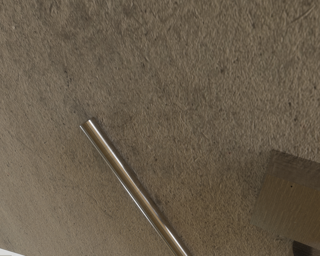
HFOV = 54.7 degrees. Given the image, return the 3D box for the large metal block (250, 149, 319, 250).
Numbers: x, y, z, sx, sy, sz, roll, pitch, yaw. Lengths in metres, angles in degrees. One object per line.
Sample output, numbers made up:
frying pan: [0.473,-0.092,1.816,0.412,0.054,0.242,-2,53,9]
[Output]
large metal block: [0.158,0.081,0.358,0.080,0.050,0.079,17,125,18]

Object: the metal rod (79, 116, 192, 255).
metal rod: [-0.028,0.112,0.490,0.025,0.025,0.299,-24,106,36]

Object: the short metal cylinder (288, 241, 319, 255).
short metal cylinder: [0.196,0.172,0.375,0.080,0.080,0.050,15,125,19]
